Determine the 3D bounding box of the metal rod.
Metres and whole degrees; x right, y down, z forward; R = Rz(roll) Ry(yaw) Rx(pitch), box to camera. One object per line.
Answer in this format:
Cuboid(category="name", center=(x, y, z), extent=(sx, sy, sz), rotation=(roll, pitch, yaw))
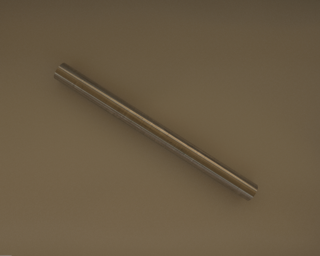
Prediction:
Cuboid(category="metal rod", center=(-0.005, 0.005, 0.409), extent=(0.301, 0.025, 0.025), rotation=(32, 90, -1))
